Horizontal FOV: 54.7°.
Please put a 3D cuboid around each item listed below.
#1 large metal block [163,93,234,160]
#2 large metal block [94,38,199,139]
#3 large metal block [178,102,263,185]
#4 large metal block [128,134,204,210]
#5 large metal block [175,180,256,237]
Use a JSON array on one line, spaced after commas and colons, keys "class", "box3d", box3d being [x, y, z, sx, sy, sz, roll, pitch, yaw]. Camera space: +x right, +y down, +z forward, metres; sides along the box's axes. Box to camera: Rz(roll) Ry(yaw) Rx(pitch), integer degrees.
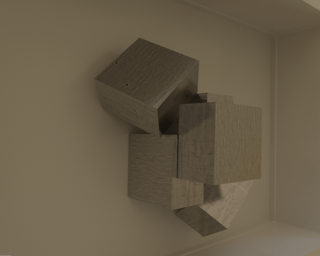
[{"class": "large metal block", "box3d": [0.048, -0.001, 0.407, 0.050, 0.080, 0.080, 1, 89, -40]}, {"class": "large metal block", "box3d": [-0.012, -0.047, 0.349, 0.080, 0.080, 0.050, -51, 155, -28]}, {"class": "large metal block", "box3d": [0.067, 0.016, 0.340, 0.081, 0.050, 0.080, 2, 89, -40]}, {"class": "large metal block", "box3d": [0.006, 0.047, 0.374, 0.050, 0.080, 0.080, 1, 89, -40]}, {"class": "large metal block", "box3d": [0.074, 0.094, 0.421, 0.050, 0.080, 0.080, 38, 61, 5]}]
